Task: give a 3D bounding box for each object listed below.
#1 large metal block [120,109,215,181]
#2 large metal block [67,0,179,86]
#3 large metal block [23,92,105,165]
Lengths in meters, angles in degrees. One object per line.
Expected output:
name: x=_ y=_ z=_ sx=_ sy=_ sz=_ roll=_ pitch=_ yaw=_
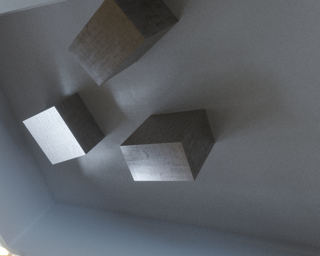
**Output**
large metal block: x=0.012 y=0.020 z=0.379 sx=0.080 sy=0.080 sz=0.050 roll=-6 pitch=116 yaw=31
large metal block: x=-0.038 y=-0.100 z=0.331 sx=0.080 sy=0.080 sz=0.050 roll=-34 pitch=99 yaw=38
large metal block: x=-0.145 y=0.002 z=0.470 sx=0.080 sy=0.050 sz=0.080 roll=-18 pitch=109 yaw=35
